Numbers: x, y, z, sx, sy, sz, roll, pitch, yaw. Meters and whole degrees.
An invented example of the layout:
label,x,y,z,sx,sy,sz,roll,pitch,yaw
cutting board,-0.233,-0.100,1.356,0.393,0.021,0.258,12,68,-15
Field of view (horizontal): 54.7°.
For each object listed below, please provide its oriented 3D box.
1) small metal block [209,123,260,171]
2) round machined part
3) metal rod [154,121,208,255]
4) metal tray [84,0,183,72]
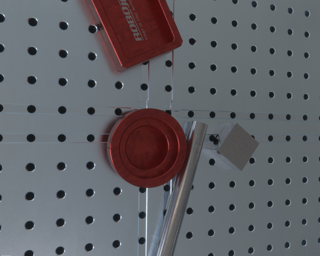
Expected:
label,x,y,z,sx,sy,sz,roll,pitch,yaw
small metal block,0.108,0.027,0.453,0.050,0.025,0.050,40,77,-16
round machined part,-0.019,0.024,0.397,0.099,0.042,0.097,0,90,-20
metal rod,0.015,0.136,0.418,0.025,0.025,0.299,18,84,-19
metal tray,-0.037,-0.148,0.395,0.091,0.030,0.129,-27,99,-18
